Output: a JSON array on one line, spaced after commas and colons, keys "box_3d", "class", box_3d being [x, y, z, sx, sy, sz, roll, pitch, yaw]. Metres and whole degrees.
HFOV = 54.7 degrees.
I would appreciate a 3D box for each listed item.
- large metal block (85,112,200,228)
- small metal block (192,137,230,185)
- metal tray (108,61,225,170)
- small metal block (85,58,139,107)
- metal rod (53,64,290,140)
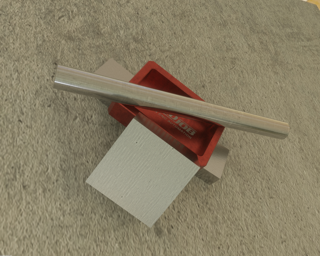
[{"box_3d": [-0.016, 0.041, 0.326, 0.080, 0.080, 0.050, 37, 9, -4], "class": "large metal block"}, {"box_3d": [0.060, 0.040, 0.415, 0.050, 0.025, 0.050, 33, 51, -7], "class": "small metal block"}, {"box_3d": [0.013, -0.015, 0.387, 0.130, 0.030, 0.090, 37, 51, -3], "class": "metal tray"}, {"box_3d": [-0.062, -0.057, 0.407, 0.050, 0.025, 0.050, 38, 51, -3], "class": "small metal block"}, {"box_3d": [0.032, -0.024, 0.368, 0.302, 0.025, 0.025, 12, 57, -22], "class": "metal rod"}]
